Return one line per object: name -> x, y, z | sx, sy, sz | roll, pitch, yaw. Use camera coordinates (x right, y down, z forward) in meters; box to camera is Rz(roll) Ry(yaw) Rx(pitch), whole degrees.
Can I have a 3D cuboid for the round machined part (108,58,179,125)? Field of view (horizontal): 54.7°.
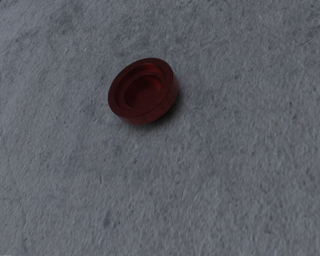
round machined part -> -0.019, -0.046, 0.430 | 0.098, 0.042, 0.098 | -13, 56, 20
